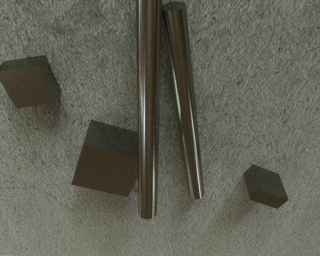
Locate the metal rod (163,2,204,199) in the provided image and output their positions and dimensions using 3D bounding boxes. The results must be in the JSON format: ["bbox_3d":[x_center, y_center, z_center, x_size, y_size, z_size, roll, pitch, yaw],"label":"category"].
[{"bbox_3d":[0.036,-0.008,0.400,0.025,0.025,0.298,-7,130,5],"label":"metal rod"}]

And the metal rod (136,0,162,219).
[{"bbox_3d":[-0.013,-0.018,0.348,0.025,0.025,0.298,1,117,-1],"label":"metal rod"}]

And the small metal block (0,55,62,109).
[{"bbox_3d":[-0.151,-0.053,0.360,0.050,0.025,0.050,-8,130,6],"label":"small metal block"}]

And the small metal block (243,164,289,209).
[{"bbox_3d":[0.159,0.088,0.469,0.050,0.050,0.025,21,127,-17],"label":"small metal block"}]

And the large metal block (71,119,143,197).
[{"bbox_3d":[-0.069,0.043,0.427,0.081,0.050,0.079,16,128,-14],"label":"large metal block"}]
